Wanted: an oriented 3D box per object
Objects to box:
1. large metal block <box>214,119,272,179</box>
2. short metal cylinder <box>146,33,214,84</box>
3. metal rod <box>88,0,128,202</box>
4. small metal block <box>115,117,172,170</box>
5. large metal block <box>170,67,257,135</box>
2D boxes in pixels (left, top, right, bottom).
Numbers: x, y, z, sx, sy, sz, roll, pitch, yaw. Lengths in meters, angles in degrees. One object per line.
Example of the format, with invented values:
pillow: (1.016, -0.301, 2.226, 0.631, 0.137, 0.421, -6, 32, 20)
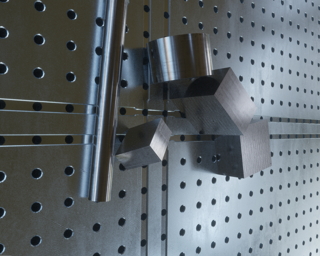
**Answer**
large metal block: (0.137, 0.031, 0.511, 0.081, 0.050, 0.079, -12, 98, -40)
short metal cylinder: (0.026, -0.087, 0.397, 0.081, 0.080, 0.050, -14, 99, -39)
metal rod: (-0.057, -0.067, 0.362, 0.025, 0.025, 0.298, 8, 85, -40)
small metal block: (-0.019, 0.019, 0.369, 0.025, 0.050, 0.050, 55, 34, -26)
large metal block: (0.076, -0.035, 0.440, 0.080, 0.080, 0.050, 47, 62, -30)
